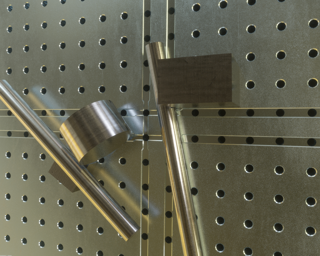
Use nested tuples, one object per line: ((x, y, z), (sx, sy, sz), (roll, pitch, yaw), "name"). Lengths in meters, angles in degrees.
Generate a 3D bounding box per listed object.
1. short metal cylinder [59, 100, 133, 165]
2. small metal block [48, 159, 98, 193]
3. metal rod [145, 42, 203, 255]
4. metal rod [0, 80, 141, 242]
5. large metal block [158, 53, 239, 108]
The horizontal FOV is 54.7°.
((-0.084, 0.007, 0.413), (0.080, 0.080, 0.050), (-38, 79, 16), "short metal cylinder")
((-0.128, 0.058, 0.458), (0.050, 0.025, 0.050), (35, 101, 16), "small metal block")
((0.019, 0.036, 0.405), (0.025, 0.025, 0.298), (-12, 86, 19), "metal rod")
((-0.139, 0.036, 0.434), (0.300, 0.025, 0.025), (44, 104, 15), "metal rod")
((0.049, -0.051, 0.366), (0.080, 0.080, 0.050), (0, 90, 20), "large metal block")
